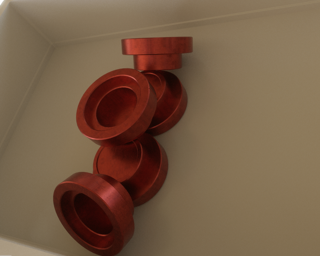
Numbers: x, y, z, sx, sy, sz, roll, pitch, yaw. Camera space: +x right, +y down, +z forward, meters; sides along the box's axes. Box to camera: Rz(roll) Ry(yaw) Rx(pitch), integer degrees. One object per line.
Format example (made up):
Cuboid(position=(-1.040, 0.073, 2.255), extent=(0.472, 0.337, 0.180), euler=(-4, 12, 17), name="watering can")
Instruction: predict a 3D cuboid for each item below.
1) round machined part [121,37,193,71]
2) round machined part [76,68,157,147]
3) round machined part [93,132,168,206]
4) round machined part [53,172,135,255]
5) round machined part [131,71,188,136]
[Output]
Cuboid(position=(-0.004, -0.104, 0.434), extent=(0.098, 0.099, 0.042), euler=(8, 108, 31), name="round machined part")
Cuboid(position=(-0.048, -0.021, 0.374), extent=(0.098, 0.042, 0.098), euler=(-13, 56, 20), name="round machined part")
Cuboid(position=(-0.043, 0.046, 0.385), extent=(0.098, 0.042, 0.098), euler=(-13, 56, 20), name="round machined part")
Cuboid(position=(-0.069, 0.091, 0.348), extent=(0.098, 0.097, 0.042), euler=(7, 27, 30), name="round machined part")
Cuboid(position=(-0.016, -0.040, 0.424), extent=(0.098, 0.042, 0.098), euler=(-13, 56, 20), name="round machined part")
